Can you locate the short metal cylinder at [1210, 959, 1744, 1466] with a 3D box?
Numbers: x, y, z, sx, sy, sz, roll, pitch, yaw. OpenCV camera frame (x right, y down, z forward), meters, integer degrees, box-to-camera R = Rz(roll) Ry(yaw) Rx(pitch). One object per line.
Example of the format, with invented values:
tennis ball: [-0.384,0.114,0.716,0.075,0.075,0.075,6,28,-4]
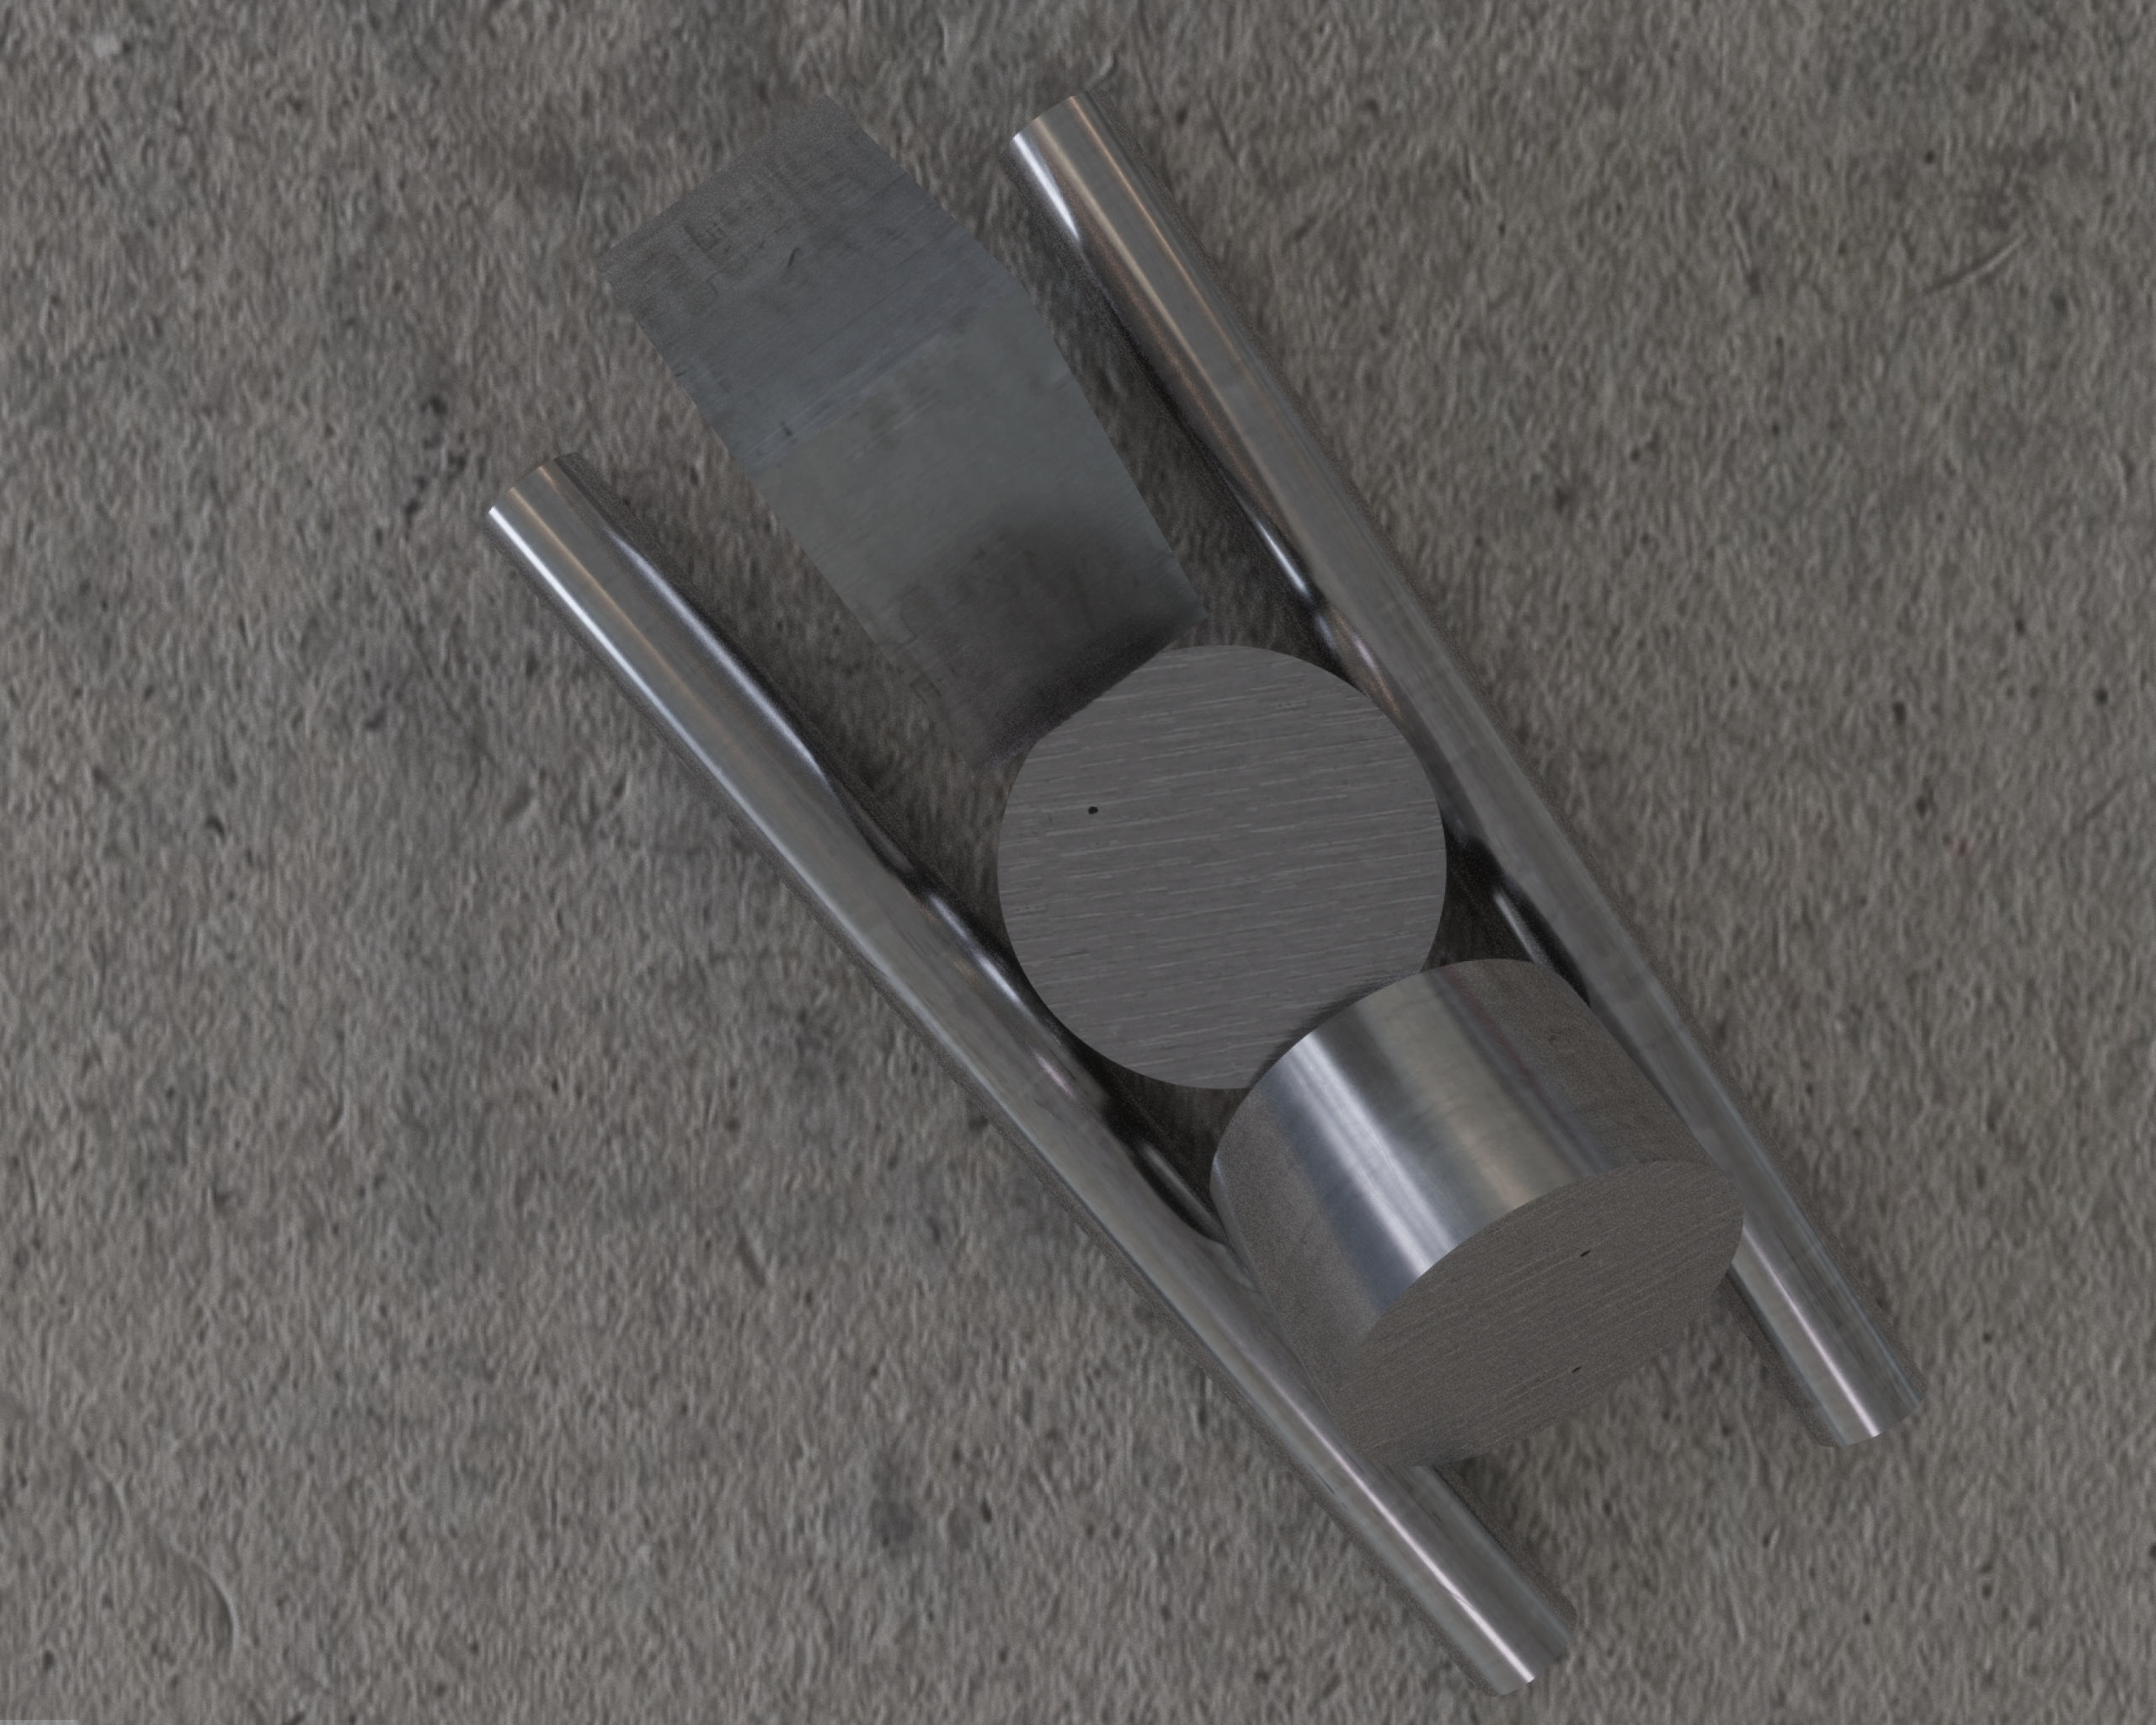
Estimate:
short metal cylinder: [0.071,0.064,0.378,0.080,0.080,0.050,-31,48,0]

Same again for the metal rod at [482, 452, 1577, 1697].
metal rod: [-0.009,0.041,0.410,0.025,0.025,0.300,-41,90,0]

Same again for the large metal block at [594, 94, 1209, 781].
large metal block: [-0.031,-0.074,0.368,0.050,0.080,0.080,-36,49,0]

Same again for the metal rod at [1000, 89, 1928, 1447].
metal rod: [0.076,-0.018,0.411,0.025,0.025,0.299,-33,90,0]

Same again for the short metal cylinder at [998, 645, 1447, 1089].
short metal cylinder: [0.026,0.001,0.399,0.081,0.050,0.080,0,90,0]
